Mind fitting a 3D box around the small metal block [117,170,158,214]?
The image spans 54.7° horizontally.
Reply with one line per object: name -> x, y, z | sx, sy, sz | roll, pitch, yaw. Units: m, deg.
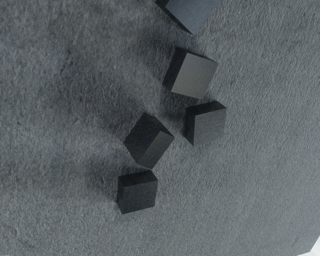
small metal block -> -0.033, 0.092, 0.447 | 0.050, 0.025, 0.050 | -7, 122, -25

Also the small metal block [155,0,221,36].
small metal block -> 0.032, -0.140, 0.339 | 0.050, 0.025, 0.050 | 32, 100, -39

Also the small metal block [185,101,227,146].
small metal block -> 0.064, -0.007, 0.440 | 0.050, 0.025, 0.050 | -14, 125, -21

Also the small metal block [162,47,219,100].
small metal block -> 0.038, -0.068, 0.387 | 0.050, 0.025, 0.050 | 10, 114, -33

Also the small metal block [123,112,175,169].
small metal block -> -0.015, 0.016, 0.393 | 0.025, 0.050, 0.050 | 27, 104, -38
